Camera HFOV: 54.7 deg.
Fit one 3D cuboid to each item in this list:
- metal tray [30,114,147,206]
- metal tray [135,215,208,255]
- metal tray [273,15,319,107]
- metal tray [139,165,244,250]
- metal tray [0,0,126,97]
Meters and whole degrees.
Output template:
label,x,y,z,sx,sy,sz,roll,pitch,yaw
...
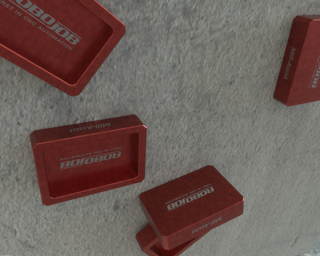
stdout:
label,x,y,z,sx,sy,sz,roll,pitch,yaw
metal tray,-0.083,0.038,0.382,0.131,0.030,0.089,-11,123,-23
metal tray,0.035,0.170,0.525,0.130,0.030,0.090,-37,134,-4
metal tray,0.230,-0.102,0.469,0.091,0.030,0.129,-11,123,-23
metal tray,0.046,0.113,0.461,0.131,0.090,0.030,-19,126,-17
metal tray,-0.108,-0.098,0.284,0.130,0.030,0.090,32,100,-39
